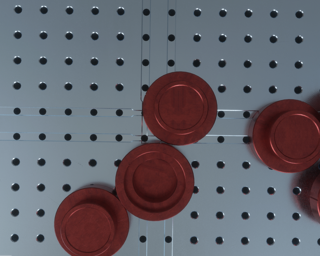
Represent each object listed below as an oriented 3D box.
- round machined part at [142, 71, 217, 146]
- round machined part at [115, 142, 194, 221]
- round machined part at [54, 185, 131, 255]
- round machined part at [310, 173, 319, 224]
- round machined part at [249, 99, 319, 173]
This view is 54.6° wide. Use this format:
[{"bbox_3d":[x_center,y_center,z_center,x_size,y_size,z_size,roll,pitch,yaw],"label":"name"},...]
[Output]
[{"bbox_3d":[0.026,-0.026,0.405,0.099,0.042,0.097,0,90,0],"label":"round machined part"},{"bbox_3d":[-0.006,0.067,0.405,0.099,0.042,0.097,0,90,0],"label":"round machined part"},{"bbox_3d":[-0.089,0.126,0.404,0.099,0.042,0.097,0,90,0],"label":"round machined part"},{"bbox_3d":[0.245,0.093,0.406,0.099,0.042,0.097,0,90,0],"label":"round machined part"},{"bbox_3d":[0.171,0.011,0.406,0.099,0.042,0.097,0,90,0],"label":"round machined part"}]
